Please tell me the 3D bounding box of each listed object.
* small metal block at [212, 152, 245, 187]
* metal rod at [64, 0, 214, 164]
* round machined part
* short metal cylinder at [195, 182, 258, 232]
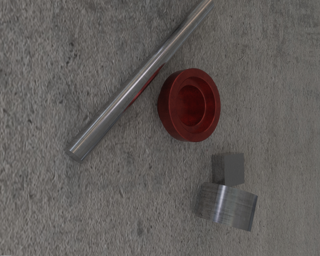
[{"bbox_3d":[0.110,0.066,0.497,0.050,0.025,0.050,-3,92,-40],"label":"small metal block"},{"bbox_3d":[-0.011,-0.078,0.395,0.025,0.025,0.301,52,60,-28],"label":"metal rod"},{"bbox_3d":[0.035,-0.030,0.423,0.099,0.042,0.097,0,90,-40],"label":"round machined part"},{"bbox_3d":[0.097,0.114,0.450,0.080,0.080,0.050,26,74,-37],"label":"short metal cylinder"}]
